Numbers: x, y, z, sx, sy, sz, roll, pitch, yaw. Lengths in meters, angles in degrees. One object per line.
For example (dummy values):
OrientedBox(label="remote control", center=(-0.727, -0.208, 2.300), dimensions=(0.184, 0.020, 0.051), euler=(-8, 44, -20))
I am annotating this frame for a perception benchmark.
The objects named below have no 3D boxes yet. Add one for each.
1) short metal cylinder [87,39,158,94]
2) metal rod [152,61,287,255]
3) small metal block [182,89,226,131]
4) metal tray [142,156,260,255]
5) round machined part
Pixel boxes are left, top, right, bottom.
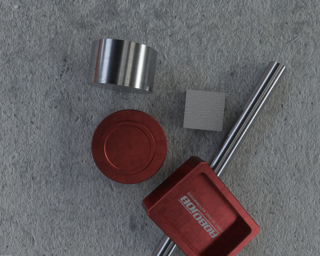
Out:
OrientedBox(label="short metal cylinder", center=(-0.046, -0.073, 0.382), dimensions=(0.080, 0.080, 0.050), euler=(8, 90, 0))
OrientedBox(label="metal rod", center=(0.078, 0.046, 0.410), dimensions=(0.025, 0.025, 0.299), euler=(32, 90, 0))
OrientedBox(label="small metal block", center=(0.057, -0.023, 0.411), dimensions=(0.050, 0.025, 0.050), euler=(5, 90, 0))
OrientedBox(label="metal tray", center=(0.053, 0.110, 0.384), dimensions=(0.090, 0.030, 0.130), euler=(-42, 108, -6))
OrientedBox(label="round machined part", center=(-0.040, 0.024, 0.401), dimensions=(0.099, 0.042, 0.097), euler=(0, 90, 0))
